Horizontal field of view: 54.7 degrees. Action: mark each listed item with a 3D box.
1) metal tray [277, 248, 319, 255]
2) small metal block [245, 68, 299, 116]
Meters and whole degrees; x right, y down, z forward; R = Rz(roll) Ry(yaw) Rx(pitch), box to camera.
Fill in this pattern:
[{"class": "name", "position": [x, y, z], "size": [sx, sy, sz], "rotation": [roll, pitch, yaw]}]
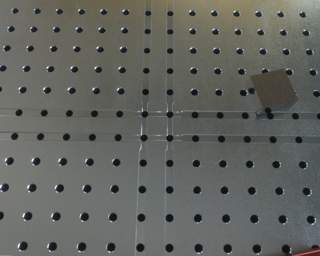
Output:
[{"class": "metal tray", "position": [0.135, 0.192, 0.340], "size": [0.131, 0.030, 0.090], "rotation": [-10, 70, -4]}, {"class": "small metal block", "position": [0.154, -0.050, 0.431], "size": [0.050, 0.025, 0.050], "rotation": [-14, 71, -5]}]
